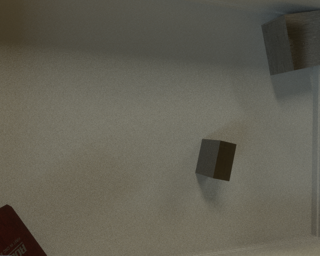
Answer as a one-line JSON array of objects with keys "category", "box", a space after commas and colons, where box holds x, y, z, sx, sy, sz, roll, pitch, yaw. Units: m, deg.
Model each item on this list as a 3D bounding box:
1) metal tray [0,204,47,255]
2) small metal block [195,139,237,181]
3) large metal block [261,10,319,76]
[{"category": "metal tray", "box": [-0.156, 0.131, 0.289, 0.030, 0.130, 0.090, -35, 92, -2]}, {"category": "small metal block", "box": [0.076, 0.043, 0.427, 0.025, 0.050, 0.050, 14, 86, -20]}, {"category": "large metal block", "box": [0.212, -0.130, 0.478, 0.081, 0.050, 0.080, -14, 95, -20]}]
